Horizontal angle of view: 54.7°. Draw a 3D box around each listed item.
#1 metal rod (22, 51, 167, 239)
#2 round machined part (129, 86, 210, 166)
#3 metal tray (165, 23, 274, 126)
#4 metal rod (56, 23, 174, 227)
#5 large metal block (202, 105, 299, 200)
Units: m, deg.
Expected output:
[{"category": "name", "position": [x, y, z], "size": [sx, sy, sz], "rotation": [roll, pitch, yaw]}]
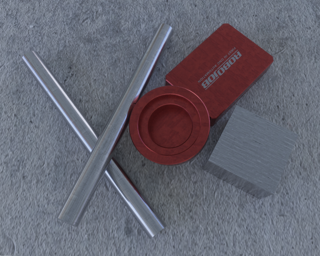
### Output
[{"category": "metal rod", "position": [-0.093, 0.011, 0.402], "size": [0.025, 0.025, 0.300], "rotation": [-36, 74, -12]}, {"category": "round machined part", "position": [0.014, -0.001, 0.393], "size": [0.099, 0.042, 0.098], "rotation": [-2, 79, 8]}, {"category": "metal tray", "position": [0.082, -0.077, 0.435], "size": [0.090, 0.030, 0.130], "rotation": [43, 75, 13]}, {"category": "metal rod", "position": [-0.045, -0.023, 0.396], "size": [0.025, 0.025, 0.300], "rotation": [20, 64, 7]}, {"category": "large metal block", "position": [0.110, 0.031, 0.385], "size": [0.080, 0.050, 0.080], "rotation": [27, 72, 9]}]
